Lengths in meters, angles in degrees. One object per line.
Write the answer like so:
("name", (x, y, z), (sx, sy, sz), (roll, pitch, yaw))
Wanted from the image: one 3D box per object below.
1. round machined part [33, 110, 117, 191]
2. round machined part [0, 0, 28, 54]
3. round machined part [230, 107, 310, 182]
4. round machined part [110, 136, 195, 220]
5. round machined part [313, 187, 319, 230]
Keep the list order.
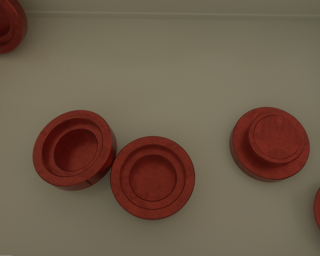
("round machined part", (-0.100, 0.030, 0.382), (0.098, 0.042, 0.098), (-5, 63, 9))
("round machined part", (-0.236, -0.157, 0.434), (0.099, 0.097, 0.042), (3, 41, 1))
("round machined part", (0.142, 0.017, 0.395), (0.099, 0.042, 0.098), (0, 70, 0))
("round machined part", (-0.009, 0.062, 0.378), (0.099, 0.042, 0.098), (0, 70, 0))
("round machined part", (0.224, 0.093, 0.344), (0.098, 0.042, 0.098), (-15, 61, 30))
